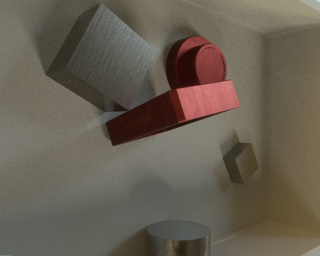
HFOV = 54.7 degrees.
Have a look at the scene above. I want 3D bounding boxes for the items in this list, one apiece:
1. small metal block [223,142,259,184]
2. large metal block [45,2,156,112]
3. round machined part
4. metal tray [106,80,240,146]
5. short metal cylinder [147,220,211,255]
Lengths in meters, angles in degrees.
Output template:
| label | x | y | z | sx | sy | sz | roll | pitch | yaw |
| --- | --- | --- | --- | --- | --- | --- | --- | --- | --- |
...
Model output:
| label | x | y | z | sx | sy | sz | roll | pitch | yaw |
| --- | --- | --- | --- | --- | --- | --- | --- | --- | --- |
| small metal block | 0.138 | 0.059 | 0.526 | 0.050 | 0.025 | 0.050 | -36 | 113 | -34 |
| large metal block | -0.062 | -0.072 | 0.340 | 0.080 | 0.050 | 0.080 | 35 | 69 | -35 |
| round machined part | 0.059 | -0.084 | 0.447 | 0.099 | 0.042 | 0.097 | 0 | 90 | -40 |
| metal tray | 0.010 | -0.015 | 0.346 | 0.091 | 0.130 | 0.030 | -15 | 87 | -39 |
| short metal cylinder | 0.024 | 0.154 | 0.393 | 0.081 | 0.080 | 0.050 | 1 | 89 | -40 |
